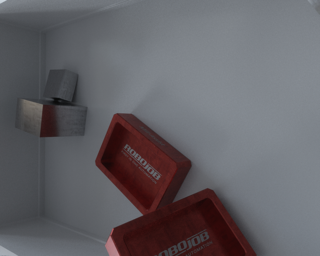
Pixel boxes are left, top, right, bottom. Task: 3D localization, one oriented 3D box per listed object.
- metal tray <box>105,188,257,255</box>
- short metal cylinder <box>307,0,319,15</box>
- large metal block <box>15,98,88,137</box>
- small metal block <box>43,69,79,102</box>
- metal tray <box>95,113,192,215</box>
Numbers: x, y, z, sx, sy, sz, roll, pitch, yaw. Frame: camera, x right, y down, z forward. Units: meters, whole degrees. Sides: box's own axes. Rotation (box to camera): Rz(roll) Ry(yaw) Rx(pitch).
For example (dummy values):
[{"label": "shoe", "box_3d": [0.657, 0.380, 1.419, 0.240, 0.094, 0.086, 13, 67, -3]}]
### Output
[{"label": "metal tray", "box_3d": [0.023, 0.124, 0.314, 0.090, 0.131, 0.030, 57, 144, 27]}, {"label": "short metal cylinder", "box_3d": [0.153, -0.104, 0.244, 0.050, 0.081, 0.080, -40, 66, 33]}, {"label": "large metal block", "box_3d": [-0.182, -0.018, 0.518, 0.080, 0.081, 0.050, 14, 99, 39]}, {"label": "small metal block", "box_3d": [-0.174, -0.074, 0.540, 0.050, 0.025, 0.050, 8, 83, 39]}, {"label": "metal tray", "box_3d": [-0.029, 0.048, 0.424, 0.130, 0.030, 0.089, 38, 113, 33]}]
